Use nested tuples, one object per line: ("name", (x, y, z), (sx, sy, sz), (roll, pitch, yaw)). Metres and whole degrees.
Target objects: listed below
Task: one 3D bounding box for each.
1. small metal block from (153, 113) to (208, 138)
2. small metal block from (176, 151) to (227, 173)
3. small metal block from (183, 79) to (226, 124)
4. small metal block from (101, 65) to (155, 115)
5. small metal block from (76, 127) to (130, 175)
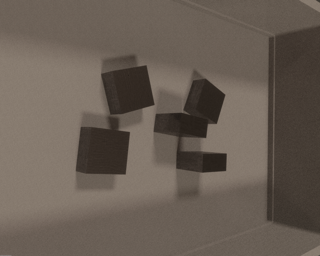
("small metal block", (0.028, -0.003, 0.416), (0.050, 0.050, 0.025), (12, 83, -40))
("small metal block", (0.059, 0.047, 0.443), (0.050, 0.050, 0.025), (4, 88, -40))
("small metal block", (0.068, -0.039, 0.466), (0.050, 0.025, 0.050), (30, 71, -36))
("small metal block", (-0.038, -0.046, 0.376), (0.050, 0.025, 0.050), (-19, 102, -39))
("small metal block", (-0.065, 0.026, 0.354), (0.050, 0.025, 0.050), (9, 84, -40))
